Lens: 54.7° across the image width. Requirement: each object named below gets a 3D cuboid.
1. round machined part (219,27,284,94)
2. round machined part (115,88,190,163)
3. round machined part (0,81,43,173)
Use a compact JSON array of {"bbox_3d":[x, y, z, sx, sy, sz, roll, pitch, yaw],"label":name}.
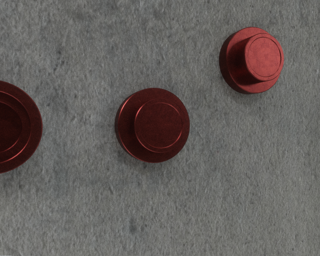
[{"bbox_3d":[0.140,-0.100,0.453,0.099,0.042,0.097,0,90,-21],"label":"round machined part"},{"bbox_3d":[-0.005,-0.003,0.399,0.099,0.042,0.097,0,90,-21],"label":"round machined part"},{"bbox_3d":[-0.179,-0.001,0.334,0.099,0.042,0.097,0,90,-21],"label":"round machined part"}]
